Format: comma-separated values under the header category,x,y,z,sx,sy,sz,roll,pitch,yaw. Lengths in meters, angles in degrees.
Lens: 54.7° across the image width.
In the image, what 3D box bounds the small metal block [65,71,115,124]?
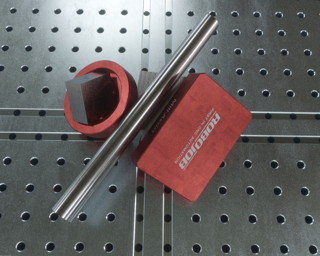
category,x,y,z,sx,sy,sz,roll,pitch,yaw
small metal block,-0.084,-0.039,0.382,0.025,0.050,0.050,12,30,31

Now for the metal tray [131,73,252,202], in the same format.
category,x,y,z,sx,sy,sz,roll,pitch,yaw
metal tray,0.039,0.011,0.370,0.090,0.030,0.130,36,86,-21

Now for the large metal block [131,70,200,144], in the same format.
category,x,y,z,sx,sy,sz,roll,pitch,yaw
large metal block,0.008,-0.023,0.406,0.080,0.050,0.080,9,70,3

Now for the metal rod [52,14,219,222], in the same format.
category,x,y,z,sx,sy,sz,roll,pitch,yaw
metal rod,-0.018,-0.025,0.367,0.025,0.025,0.300,33,73,11

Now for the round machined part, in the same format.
category,x,y,z,sx,sy,sz,roll,pitch,yaw
round machined part,-0.071,-0.034,0.400,0.098,0.042,0.098,-7,71,23
